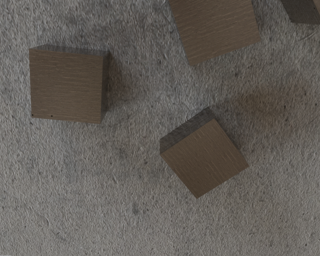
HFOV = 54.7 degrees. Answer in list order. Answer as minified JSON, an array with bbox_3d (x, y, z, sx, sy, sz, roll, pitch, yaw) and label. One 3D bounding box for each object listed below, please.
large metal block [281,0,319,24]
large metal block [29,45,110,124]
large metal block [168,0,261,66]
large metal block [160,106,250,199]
[{"bbox_3d":[0.159,-0.158,0.323,0.050,0.080,0.080,-32,107,11],"label":"large metal block"},{"bbox_3d":[-0.107,-0.054,0.375,0.081,0.050,0.079,5,110,-2],"label":"large metal block"},{"bbox_3d":[0.058,-0.125,0.351,0.080,0.050,0.080,-19,109,6],"label":"large metal block"},{"bbox_3d":[0.056,0.032,0.409,0.080,0.050,0.080,-35,107,12],"label":"large metal block"}]
